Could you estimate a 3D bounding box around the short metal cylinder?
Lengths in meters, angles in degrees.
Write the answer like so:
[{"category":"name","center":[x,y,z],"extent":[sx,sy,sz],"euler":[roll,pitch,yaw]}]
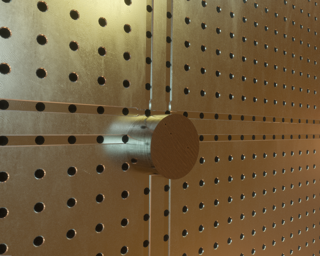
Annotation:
[{"category":"short metal cylinder","center":[0.004,0.022,0.395],"extent":[0.081,0.050,0.080],"euler":[0,90,-40]}]
